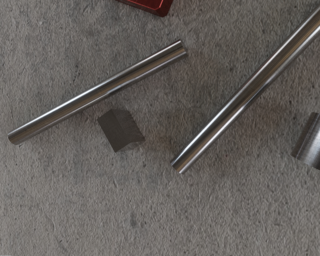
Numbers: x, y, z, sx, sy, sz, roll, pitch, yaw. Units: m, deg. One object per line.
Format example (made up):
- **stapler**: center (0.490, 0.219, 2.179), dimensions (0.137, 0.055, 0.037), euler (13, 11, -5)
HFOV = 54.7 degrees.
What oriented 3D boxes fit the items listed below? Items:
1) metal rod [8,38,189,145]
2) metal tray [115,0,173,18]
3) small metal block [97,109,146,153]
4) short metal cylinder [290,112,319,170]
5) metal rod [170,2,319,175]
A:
- **metal rod**: center (-0.099, -0.044, 0.442), dimensions (0.300, 0.025, 0.025), euler (-25, 82, 18)
- **metal tray**: center (-0.035, -0.215, 0.418), dimensions (0.130, 0.030, 0.090), euler (26, 98, 17)
- **small metal block**: center (-0.050, 0.003, 0.412), dimensions (0.025, 0.050, 0.050), euler (-34, 80, 17)
- **short metal cylinder**: center (0.184, 0.023, 0.315), dimensions (0.080, 0.080, 0.050), euler (26, 99, 18)
- **metal rod**: center (0.120, -0.057, 0.366), dimensions (0.025, 0.025, 0.299), euler (45, 103, 14)
